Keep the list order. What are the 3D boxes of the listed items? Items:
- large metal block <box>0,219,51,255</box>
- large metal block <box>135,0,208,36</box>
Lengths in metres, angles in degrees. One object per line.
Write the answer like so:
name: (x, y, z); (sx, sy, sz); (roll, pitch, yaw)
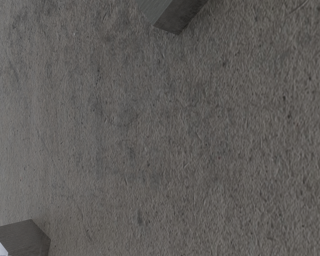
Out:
large metal block: (-0.271, 0.225, 0.593); (0.080, 0.081, 0.050); (23, 105, 37)
large metal block: (0.013, -0.176, 0.378); (0.080, 0.050, 0.080); (-45, 63, 31)
